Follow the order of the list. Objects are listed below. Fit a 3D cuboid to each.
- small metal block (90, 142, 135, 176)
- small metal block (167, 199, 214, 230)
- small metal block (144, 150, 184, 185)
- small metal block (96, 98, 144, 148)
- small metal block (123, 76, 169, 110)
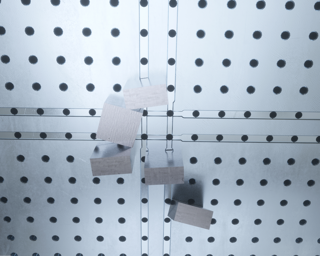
[{"bbox_3d":[-0.062,0.039,0.414,0.050,0.050,0.025,-4,110,1],"label":"small metal block"},{"bbox_3d":[0.042,0.122,0.442,0.050,0.050,0.025,16,79,-6],"label":"small metal block"},{"bbox_3d":[0.006,0.053,0.419,0.050,0.050,0.025,-3,110,1],"label":"small metal block"},{"bbox_3d":[-0.053,-0.007,0.410,0.050,0.025,0.050,15,109,-6],"label":"small metal block"},{"bbox_3d":[-0.016,-0.044,0.383,0.050,0.050,0.025,-7,110,3],"label":"small metal block"}]
